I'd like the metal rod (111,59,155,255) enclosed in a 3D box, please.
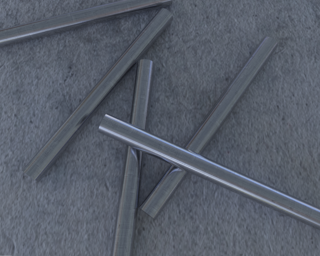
[{"bbox_3d":[-0.034,0.049,0.389,0.025,0.025,0.299,5,70,1],"label":"metal rod"}]

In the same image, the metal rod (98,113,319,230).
[{"bbox_3d":[0.070,0.055,0.367,0.301,0.025,0.025,24,72,-1],"label":"metal rod"}]

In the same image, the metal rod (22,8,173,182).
[{"bbox_3d":[-0.075,-0.056,0.427,0.025,0.025,0.300,33,73,11],"label":"metal rod"}]

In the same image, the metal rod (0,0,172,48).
[{"bbox_3d":[-0.129,-0.161,0.465,0.302,0.025,0.025,-16,71,-7],"label":"metal rod"}]

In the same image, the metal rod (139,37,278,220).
[{"bbox_3d":[0.073,-0.011,0.413,0.025,0.025,0.300,34,73,11],"label":"metal rod"}]
